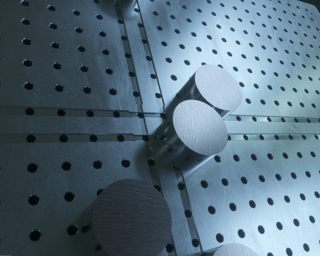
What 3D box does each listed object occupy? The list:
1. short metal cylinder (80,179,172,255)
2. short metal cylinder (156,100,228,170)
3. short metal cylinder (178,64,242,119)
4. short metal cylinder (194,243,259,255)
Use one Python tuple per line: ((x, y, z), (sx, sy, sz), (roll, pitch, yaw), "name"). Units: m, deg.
((-0.035, 0.098, 0.315), (0.081, 0.050, 0.080), (14, 56, -21), "short metal cylinder")
((0.042, 0.010, 0.411), (0.081, 0.050, 0.080), (14, 56, -21), "short metal cylinder")
((0.075, -0.048, 0.464), (0.081, 0.050, 0.080), (14, 56, -21), "short metal cylinder")
((0.071, 0.169, 0.329), (0.081, 0.050, 0.080), (14, 56, -21), "short metal cylinder")
